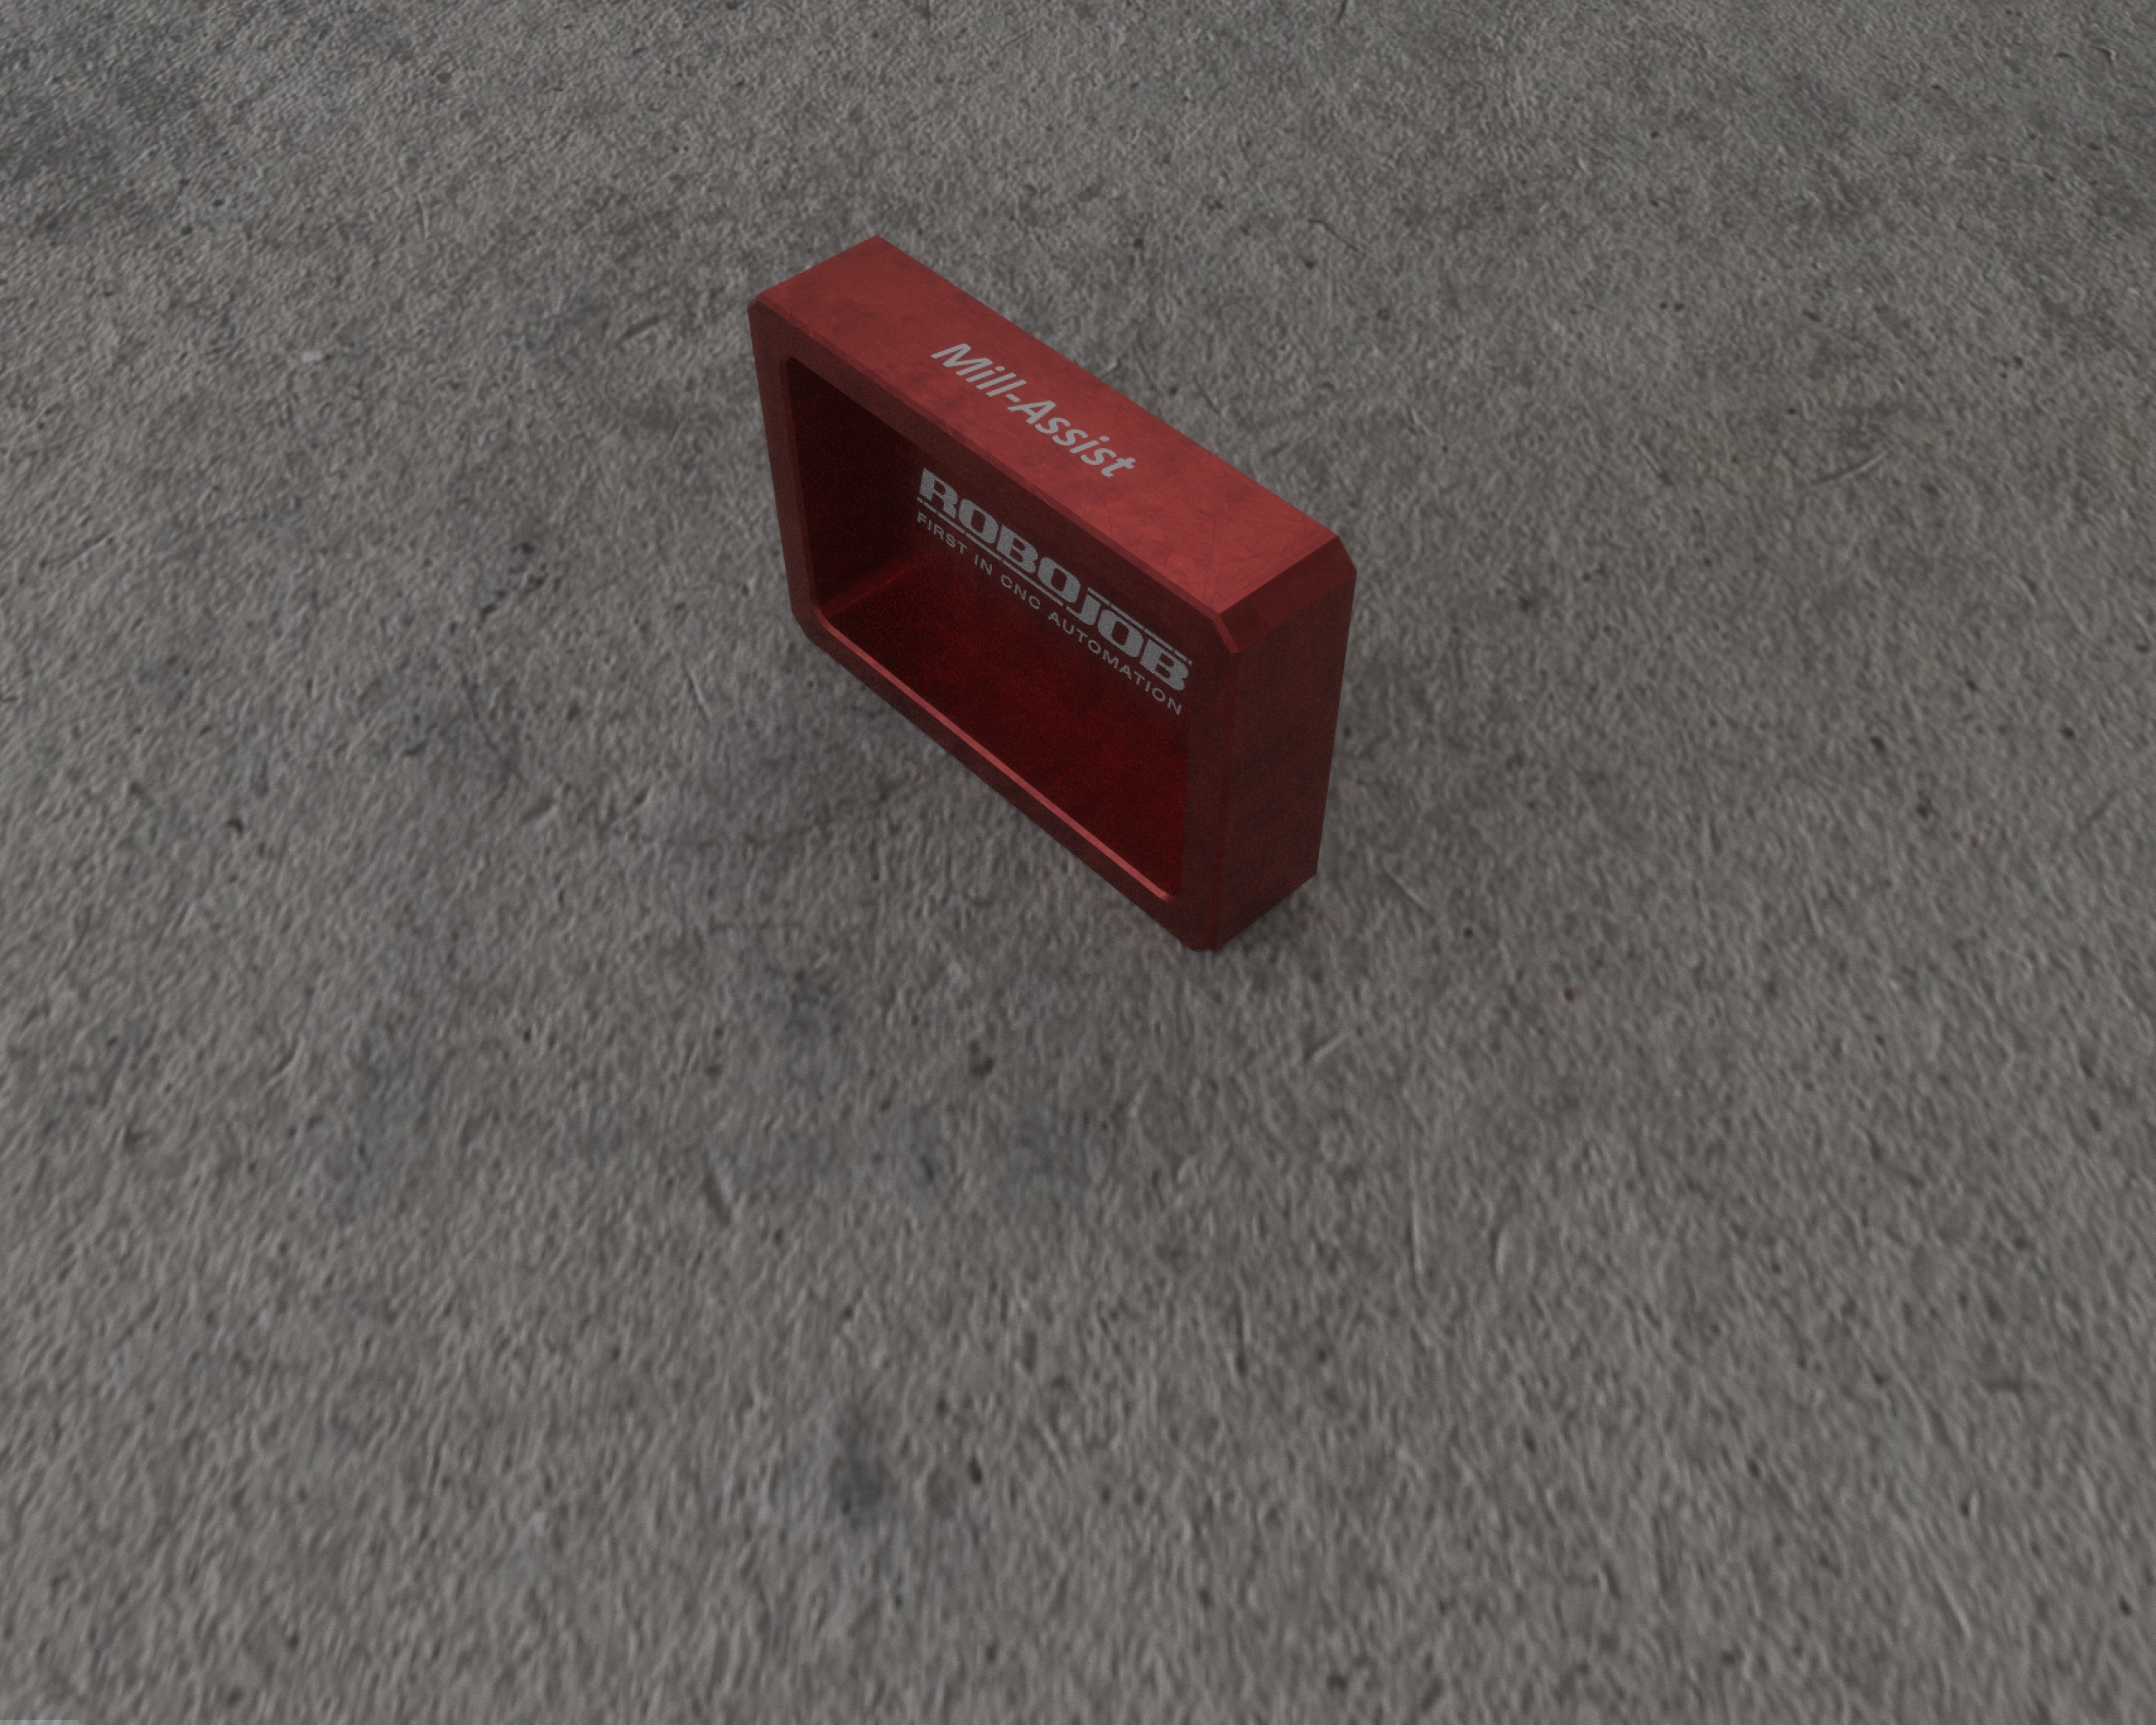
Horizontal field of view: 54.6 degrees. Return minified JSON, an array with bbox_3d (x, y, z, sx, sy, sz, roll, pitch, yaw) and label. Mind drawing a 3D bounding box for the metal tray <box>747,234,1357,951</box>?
[{"bbox_3d":[-0.008,-0.052,0.404,0.030,0.090,0.130,-36,59,-26],"label":"metal tray"}]
